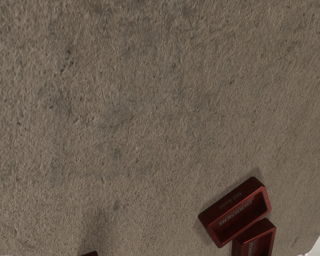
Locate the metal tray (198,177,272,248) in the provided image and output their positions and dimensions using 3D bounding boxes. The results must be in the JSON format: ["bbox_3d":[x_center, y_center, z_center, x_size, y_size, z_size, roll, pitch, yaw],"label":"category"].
[{"bbox_3d":[0.144,0.160,0.584,0.130,0.030,0.090,-34,129,-6],"label":"metal tray"}]

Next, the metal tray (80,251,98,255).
[{"bbox_3d":[-0.089,0.261,0.454,0.030,0.130,0.089,-11,124,-23],"label":"metal tray"}]

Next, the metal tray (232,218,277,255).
[{"bbox_3d":[0.205,0.266,0.683,0.091,0.030,0.129,-19,126,-18],"label":"metal tray"}]
